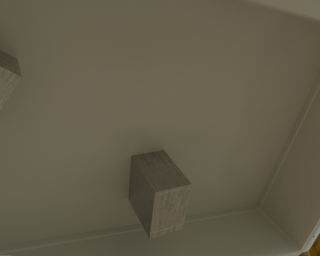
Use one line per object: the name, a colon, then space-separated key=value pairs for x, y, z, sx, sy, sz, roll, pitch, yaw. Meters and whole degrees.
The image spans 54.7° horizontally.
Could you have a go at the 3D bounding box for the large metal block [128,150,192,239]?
large metal block: x=-0.004 y=0.089 z=0.427 sx=0.050 sy=0.080 sz=0.079 roll=-8 pitch=122 yaw=-25

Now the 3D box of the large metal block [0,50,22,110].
large metal block: x=-0.182 y=-0.040 z=0.268 sx=0.080 sy=0.050 sz=0.080 roll=30 pitch=102 yaw=-38
